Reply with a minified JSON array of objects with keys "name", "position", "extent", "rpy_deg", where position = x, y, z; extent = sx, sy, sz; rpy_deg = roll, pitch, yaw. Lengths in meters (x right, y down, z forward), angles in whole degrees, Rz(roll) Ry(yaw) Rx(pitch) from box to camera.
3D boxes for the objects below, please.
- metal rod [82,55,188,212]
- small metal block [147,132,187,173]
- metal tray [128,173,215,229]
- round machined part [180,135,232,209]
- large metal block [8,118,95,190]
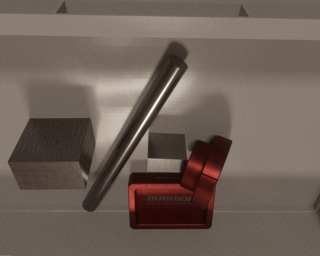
[{"name":"metal rod","position":[-0.049,0.028,0.431],"extent":[0.025,0.025,0.298],"rpy_deg":[21,127,-18]},{"name":"small metal block","position":[0.009,0.033,0.421],"extent":[0.050,0.050,0.025],"rpy_deg":[3,130,-3]},{"name":"metal tray","position":[0.018,0.116,0.490],"extent":[0.131,0.030,0.089],"rpy_deg":[0,116,-1]},{"name":"round machined part","position":[0.059,0.054,0.414],"extent":[0.042,0.098,0.097],"rpy_deg":[21,131,12]},{"name":"large metal block","position":[-0.133,0.032,0.398],"extent":[0.081,0.080,0.050],"rpy_deg":[0,130,0]}]
